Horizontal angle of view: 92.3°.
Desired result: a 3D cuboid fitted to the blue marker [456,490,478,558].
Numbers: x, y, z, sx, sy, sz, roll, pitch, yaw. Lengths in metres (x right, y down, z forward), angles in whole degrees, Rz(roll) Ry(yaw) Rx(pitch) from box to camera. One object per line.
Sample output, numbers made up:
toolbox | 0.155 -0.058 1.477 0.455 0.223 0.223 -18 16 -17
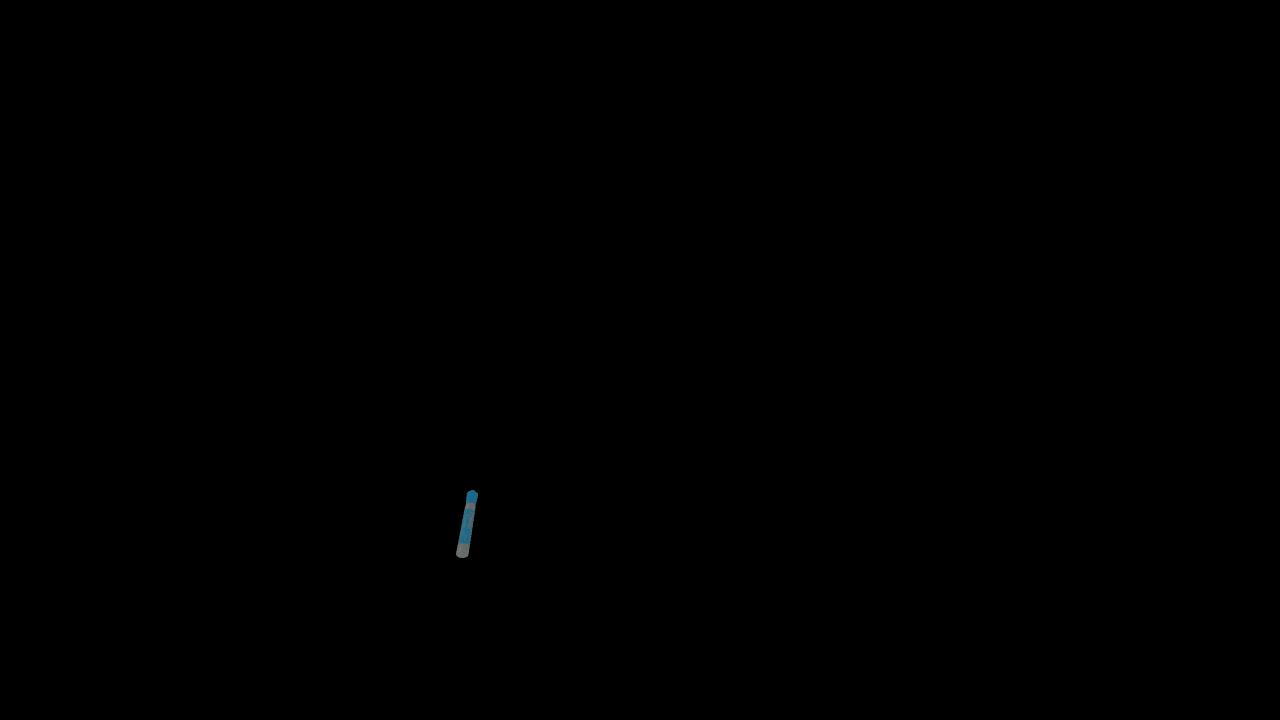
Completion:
blue marker | -0.278 0.261 0.992 0.020 0.020 0.121 0 40 -5
